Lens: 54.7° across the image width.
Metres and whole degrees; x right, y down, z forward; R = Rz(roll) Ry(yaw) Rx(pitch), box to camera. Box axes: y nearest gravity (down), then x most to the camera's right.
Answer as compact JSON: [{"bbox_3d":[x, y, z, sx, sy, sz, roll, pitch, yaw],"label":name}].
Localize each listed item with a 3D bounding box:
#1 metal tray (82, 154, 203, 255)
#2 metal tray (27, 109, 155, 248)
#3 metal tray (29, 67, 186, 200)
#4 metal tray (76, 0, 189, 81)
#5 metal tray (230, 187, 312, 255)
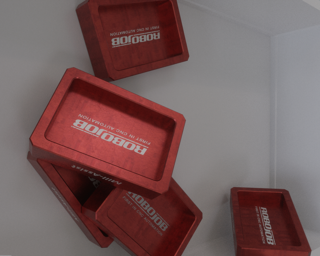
[{"bbox_3d":[-0.013,0.097,0.352,0.130,0.030,0.090,52,60,-27],"label":"metal tray"},{"bbox_3d":[-0.069,0.054,0.345,0.090,0.030,0.130,-42,116,-32],"label":"metal tray"},{"bbox_3d":[-0.046,0.006,0.306,0.131,0.030,0.090,23,60,-12],"label":"metal tray"},{"bbox_3d":[-0.027,-0.114,0.380,0.131,0.030,0.089,-24,105,-37],"label":"metal tray"},{"bbox_3d":[0.152,0.138,0.450,0.130,0.090,0.030,-73,162,-63],"label":"metal tray"}]
